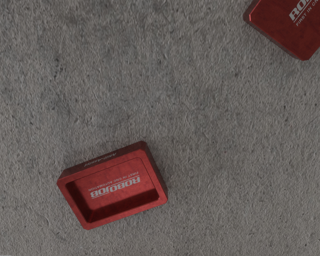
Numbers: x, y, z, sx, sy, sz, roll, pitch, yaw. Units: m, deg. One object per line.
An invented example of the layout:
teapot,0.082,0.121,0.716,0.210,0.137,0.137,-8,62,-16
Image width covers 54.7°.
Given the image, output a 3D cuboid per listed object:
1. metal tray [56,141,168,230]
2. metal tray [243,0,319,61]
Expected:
metal tray,-0.064,0.082,0.436,0.130,0.030,0.090,-21,109,7
metal tray,0.171,-0.155,0.351,0.090,0.030,0.129,32,107,-12
